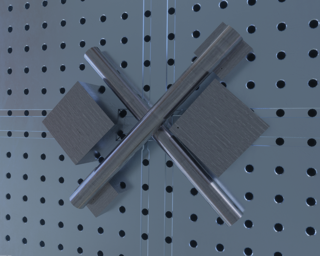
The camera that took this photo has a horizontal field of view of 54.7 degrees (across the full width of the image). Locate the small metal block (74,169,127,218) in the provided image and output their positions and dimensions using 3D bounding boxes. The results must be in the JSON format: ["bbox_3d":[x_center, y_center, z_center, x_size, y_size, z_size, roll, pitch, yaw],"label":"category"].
[{"bbox_3d":[-0.085,0.090,0.442,0.050,0.025,0.050,46,104,14],"label":"small metal block"}]

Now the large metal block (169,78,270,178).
[{"bbox_3d":[0.073,0.000,0.374,0.080,0.050,0.080,45,104,14],"label":"large metal block"}]

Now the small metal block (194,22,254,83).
[{"bbox_3d":[0.079,-0.093,0.385,0.050,0.025,0.050,-46,76,14],"label":"small metal block"}]

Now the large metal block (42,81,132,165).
[{"bbox_3d":[-0.102,-0.007,0.436,0.080,0.050,0.080,-45,76,14],"label":"large metal block"}]

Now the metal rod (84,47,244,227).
[{"bbox_3d":[-0.003,0.002,0.413,0.025,0.025,0.300,-44,76,15],"label":"metal rod"}]

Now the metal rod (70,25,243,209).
[{"bbox_3d":[-0.014,-0.004,0.390,0.299,0.025,0.025,-47,76,14],"label":"metal rod"}]
